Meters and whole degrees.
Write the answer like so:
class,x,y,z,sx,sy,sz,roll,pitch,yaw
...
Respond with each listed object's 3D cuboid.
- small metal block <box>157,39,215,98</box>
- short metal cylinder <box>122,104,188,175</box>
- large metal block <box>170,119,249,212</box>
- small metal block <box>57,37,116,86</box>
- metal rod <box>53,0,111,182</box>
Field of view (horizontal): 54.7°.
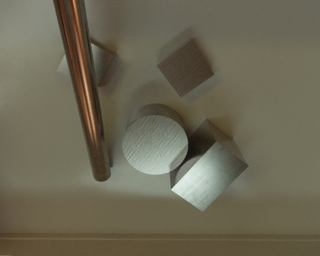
class,x,y,z,sx,sy,sz,roll,pitch,yaw
small metal block,0.031,-0.074,0.384,0.050,0.025,0.050,-35,107,11
short metal cylinder,-0.006,0.013,0.403,0.081,0.050,0.079,0,110,-1
large metal block,0.058,0.045,0.399,0.050,0.080,0.080,37,106,-13
small metal block,-0.089,-0.081,0.380,0.050,0.025,0.050,29,107,-11
metal rod,-0.078,-0.037,0.329,0.025,0.025,0.298,1,136,-1
